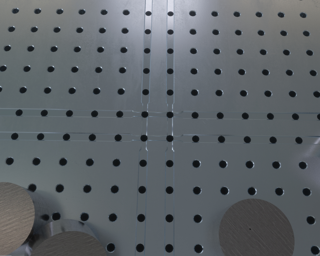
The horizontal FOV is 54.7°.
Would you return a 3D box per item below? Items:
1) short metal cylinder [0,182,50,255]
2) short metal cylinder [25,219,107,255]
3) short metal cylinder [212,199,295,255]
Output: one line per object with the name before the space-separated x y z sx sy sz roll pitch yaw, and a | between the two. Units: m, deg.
short metal cylinder | -0.176 0.107 0.358 0.081 0.050 0.080 0 70 0
short metal cylinder | -0.101 0.143 0.328 0.081 0.050 0.080 1 88 -23
short metal cylinder | 0.103 0.124 0.354 0.081 0.050 0.080 0 70 0
